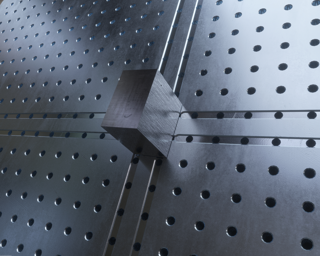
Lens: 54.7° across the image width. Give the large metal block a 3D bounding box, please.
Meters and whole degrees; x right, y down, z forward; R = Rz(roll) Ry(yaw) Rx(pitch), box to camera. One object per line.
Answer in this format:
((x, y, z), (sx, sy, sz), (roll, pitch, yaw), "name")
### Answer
((-0.019, -0.017, 0.391), (0.050, 0.080, 0.080), (4, 64, 29), "large metal block")
